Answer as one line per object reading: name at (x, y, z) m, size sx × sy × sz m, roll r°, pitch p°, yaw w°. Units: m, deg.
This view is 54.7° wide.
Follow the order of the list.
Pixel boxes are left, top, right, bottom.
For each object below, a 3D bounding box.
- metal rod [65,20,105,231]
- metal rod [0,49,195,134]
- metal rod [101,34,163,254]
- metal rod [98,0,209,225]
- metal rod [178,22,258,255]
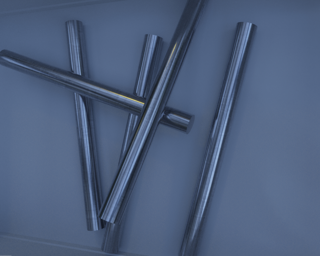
metal rod at (-0.109, -0.005, 0.447) m, size 0.025 × 0.025 × 0.298 m, roll -8°, pitch 88°, yaw 19°
metal rod at (-0.097, -0.054, 0.415) m, size 0.301 × 0.025 × 0.025 m, roll 21°, pitch 97°, yaw 18°
metal rod at (-0.039, 0.024, 0.423) m, size 0.025 × 0.025 × 0.298 m, roll 14°, pitch 94°, yaw 19°
metal rod at (-0.001, -0.038, 0.361) m, size 0.025 × 0.025 × 0.299 m, roll 17°, pitch 77°, yaw 19°
metal rod at (0.070, 0.021, 0.385) m, size 0.025 × 0.025 × 0.298 m, roll 15°, pitch 95°, yaw 19°
